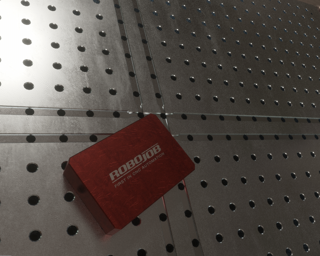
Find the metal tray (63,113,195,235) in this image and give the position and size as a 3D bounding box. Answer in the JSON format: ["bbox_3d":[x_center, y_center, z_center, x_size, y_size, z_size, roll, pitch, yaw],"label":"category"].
[{"bbox_3d":[-0.031,0.047,0.361,0.131,0.030,0.090,-31,79,-38],"label":"metal tray"}]
